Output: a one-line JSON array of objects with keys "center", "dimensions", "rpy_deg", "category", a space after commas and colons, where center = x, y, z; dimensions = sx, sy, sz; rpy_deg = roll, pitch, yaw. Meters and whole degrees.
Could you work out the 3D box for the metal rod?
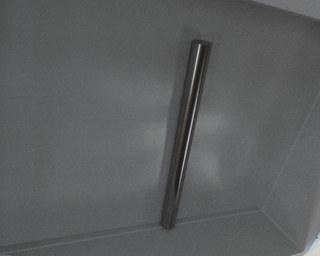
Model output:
[{"center": [0.031, 0.027, 0.441], "dimensions": [0.025, 0.025, 0.298], "rpy_deg": [-6, 121, -25], "category": "metal rod"}]
